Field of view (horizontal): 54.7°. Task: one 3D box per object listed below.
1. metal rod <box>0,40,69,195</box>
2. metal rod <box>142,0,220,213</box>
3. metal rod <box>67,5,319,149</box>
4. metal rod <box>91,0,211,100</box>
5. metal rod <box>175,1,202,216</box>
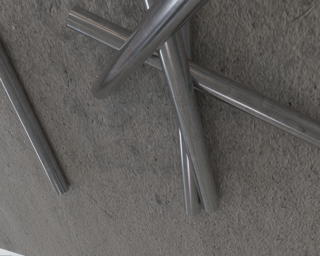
[{"bbox_3d":[-0.218,-0.015,0.512,0.025,0.025,0.298,-2,118,29],"label":"metal rod"},{"bbox_3d":[0.034,0.000,0.343,0.025,0.025,0.299,5,135,26],"label":"metal rod"},{"bbox_3d":[0.044,-0.051,0.324,0.301,0.025,0.025,26,128,1],"label":"metal rod"},{"bbox_3d":[-0.025,-0.068,0.284,0.025,0.025,0.299,52,158,-9],"label":"metal rod"},{"bbox_3d":[0.033,-0.009,0.383,0.025,0.025,0.298,8,122,24],"label":"metal rod"}]
